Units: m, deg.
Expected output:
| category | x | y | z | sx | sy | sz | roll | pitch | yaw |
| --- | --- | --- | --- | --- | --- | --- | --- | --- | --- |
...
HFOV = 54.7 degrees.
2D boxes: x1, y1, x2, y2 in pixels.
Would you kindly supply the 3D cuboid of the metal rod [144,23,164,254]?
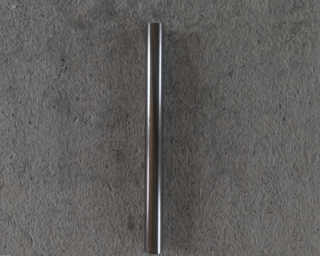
| category | x | y | z | sx | sy | sz | roll | pitch | yaw |
| --- | --- | --- | --- | --- | --- | --- | --- | --- | --- |
| metal rod | -0.008 | 0.014 | 0.411 | 0.025 | 0.025 | 0.298 | 0 | 90 | -1 |
